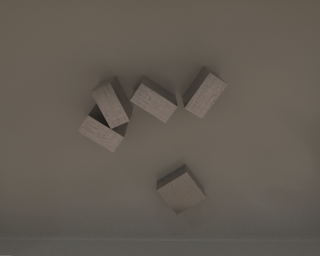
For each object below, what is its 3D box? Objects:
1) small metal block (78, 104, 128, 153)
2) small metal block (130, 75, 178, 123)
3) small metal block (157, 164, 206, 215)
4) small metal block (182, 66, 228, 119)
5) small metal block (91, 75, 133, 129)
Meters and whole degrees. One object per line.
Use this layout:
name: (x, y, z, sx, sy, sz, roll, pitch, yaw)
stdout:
small metal block: (-0.071, -0.001, 0.397, 0.050, 0.050, 0.025, 33, 107, -12)
small metal block: (-0.007, -0.037, 0.384, 0.050, 0.050, 0.025, 32, 107, -11)
small metal block: (0.030, 0.088, 0.444, 0.050, 0.025, 0.050, -33, 107, 11)
small metal block: (0.053, -0.045, 0.382, 0.025, 0.050, 0.050, 32, 107, -11)
small metal block: (-0.058, -0.033, 0.385, 0.025, 0.050, 0.050, -23, 109, 8)
